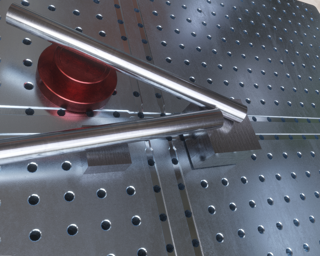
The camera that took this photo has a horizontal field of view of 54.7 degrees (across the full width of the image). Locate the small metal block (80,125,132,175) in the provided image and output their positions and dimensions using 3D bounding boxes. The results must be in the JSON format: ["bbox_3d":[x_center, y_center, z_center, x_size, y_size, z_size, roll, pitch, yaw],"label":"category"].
[{"bbox_3d":[-0.065,0.024,0.360,0.050,0.025,0.050,0,62,-29],"label":"small metal block"}]

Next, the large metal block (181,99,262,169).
[{"bbox_3d":[0.081,0.006,0.430,0.081,0.050,0.080,-2,63,-30],"label":"large metal block"}]

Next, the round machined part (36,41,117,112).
[{"bbox_3d":[-0.100,-0.072,0.388,0.099,0.042,0.098,14,56,-21],"label":"round machined part"}]

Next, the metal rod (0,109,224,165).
[{"bbox_3d":[-0.067,0.010,0.332,0.303,0.025,0.025,-9,66,-21],"label":"metal rod"}]

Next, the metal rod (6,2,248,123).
[{"bbox_3d":[-0.029,-0.073,0.376,0.302,0.025,0.025,22,53,-12],"label":"metal rod"}]
